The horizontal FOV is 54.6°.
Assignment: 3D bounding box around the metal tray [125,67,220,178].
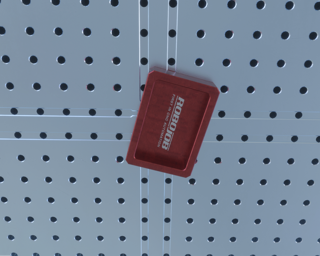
[{"bbox_3d":[0.014,-0.005,0.408,0.090,0.030,0.129,15,109,-6],"label":"metal tray"}]
